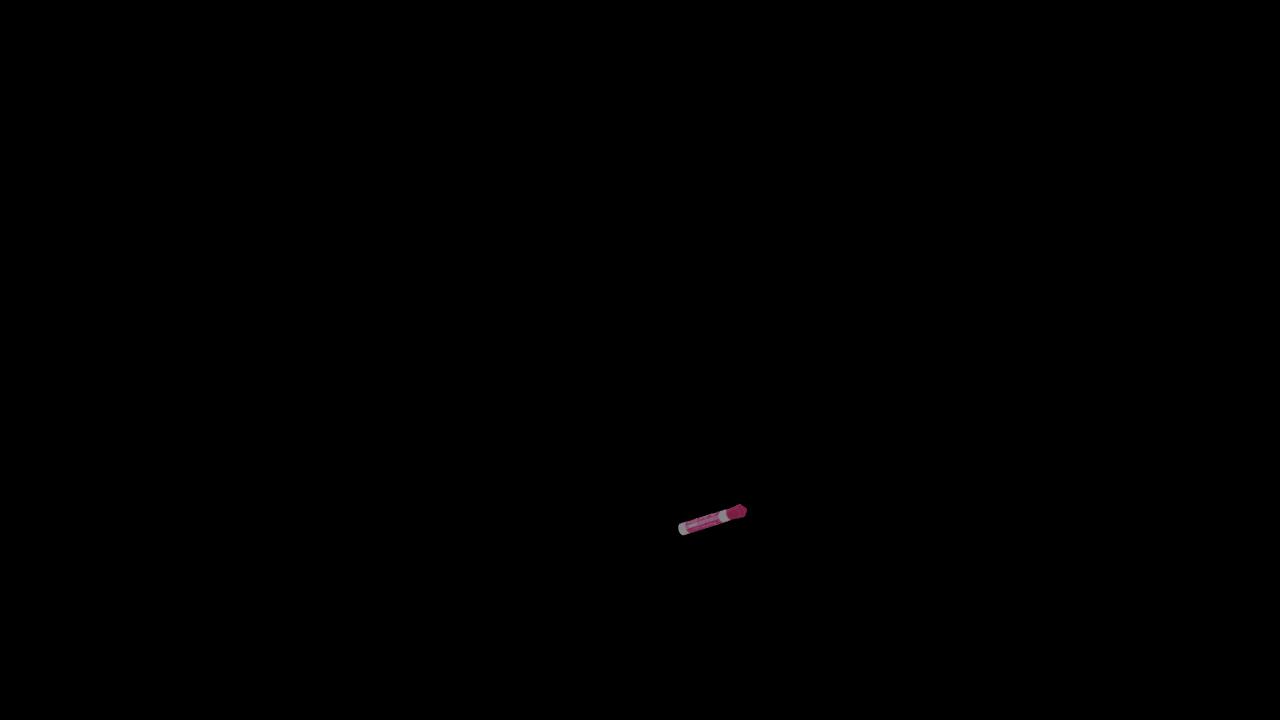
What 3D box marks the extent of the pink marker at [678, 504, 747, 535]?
[{"bbox_3d":[0.107,0.237,0.911,0.121,0.020,0.020,-29,-18,36],"label":"pink marker"}]
